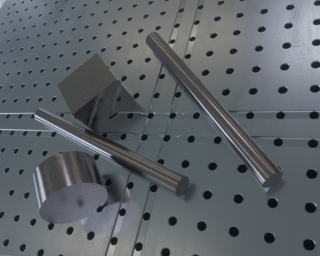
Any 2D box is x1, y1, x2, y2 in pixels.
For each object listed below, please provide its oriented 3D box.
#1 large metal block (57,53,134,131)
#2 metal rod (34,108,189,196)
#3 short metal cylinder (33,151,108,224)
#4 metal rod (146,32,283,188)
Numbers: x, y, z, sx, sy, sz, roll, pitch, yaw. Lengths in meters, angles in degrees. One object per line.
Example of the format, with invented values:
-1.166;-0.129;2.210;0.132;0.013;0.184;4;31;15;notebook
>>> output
-0.101;-0.057;0.480;0.080;0.050;0.080;-39;51;2;large metal block
-0.088;0.022;0.440;0.300;0.025;0.025;21;73;35;metal rod
-0.112;0.074;0.386;0.080;0.080;0.050;-35;51;5;short metal cylinder
0.052;-0.046;0.409;0.025;0.025;0.300;-36;51;4;metal rod
